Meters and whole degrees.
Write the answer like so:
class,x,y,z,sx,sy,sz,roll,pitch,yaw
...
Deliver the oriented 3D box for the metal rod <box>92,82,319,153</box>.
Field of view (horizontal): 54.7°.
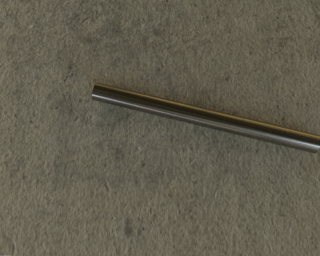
class,x,y,z,sx,sy,sz,roll,pitch,yaw
metal rod,0.058,-0.015,0.414,0.302,0.025,0.025,14,71,4
